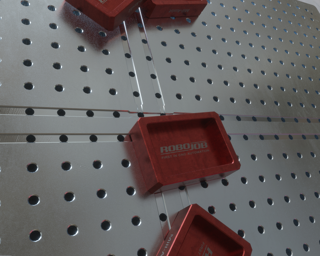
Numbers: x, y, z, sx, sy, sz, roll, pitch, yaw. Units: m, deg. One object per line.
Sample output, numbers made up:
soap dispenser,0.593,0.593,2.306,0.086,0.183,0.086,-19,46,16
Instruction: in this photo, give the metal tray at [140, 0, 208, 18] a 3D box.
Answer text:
metal tray,0.014,-0.247,0.564,0.131,0.030,0.090,-17,71,-35

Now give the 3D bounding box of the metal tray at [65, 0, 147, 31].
metal tray,-0.070,-0.218,0.478,0.090,0.030,0.130,36,62,3

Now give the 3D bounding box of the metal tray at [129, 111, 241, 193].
metal tray,0.035,0.027,0.408,0.131,0.030,0.090,-6,65,-31

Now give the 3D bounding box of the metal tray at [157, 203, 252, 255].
metal tray,0.039,0.159,0.330,0.090,0.030,0.130,38,51,-3
